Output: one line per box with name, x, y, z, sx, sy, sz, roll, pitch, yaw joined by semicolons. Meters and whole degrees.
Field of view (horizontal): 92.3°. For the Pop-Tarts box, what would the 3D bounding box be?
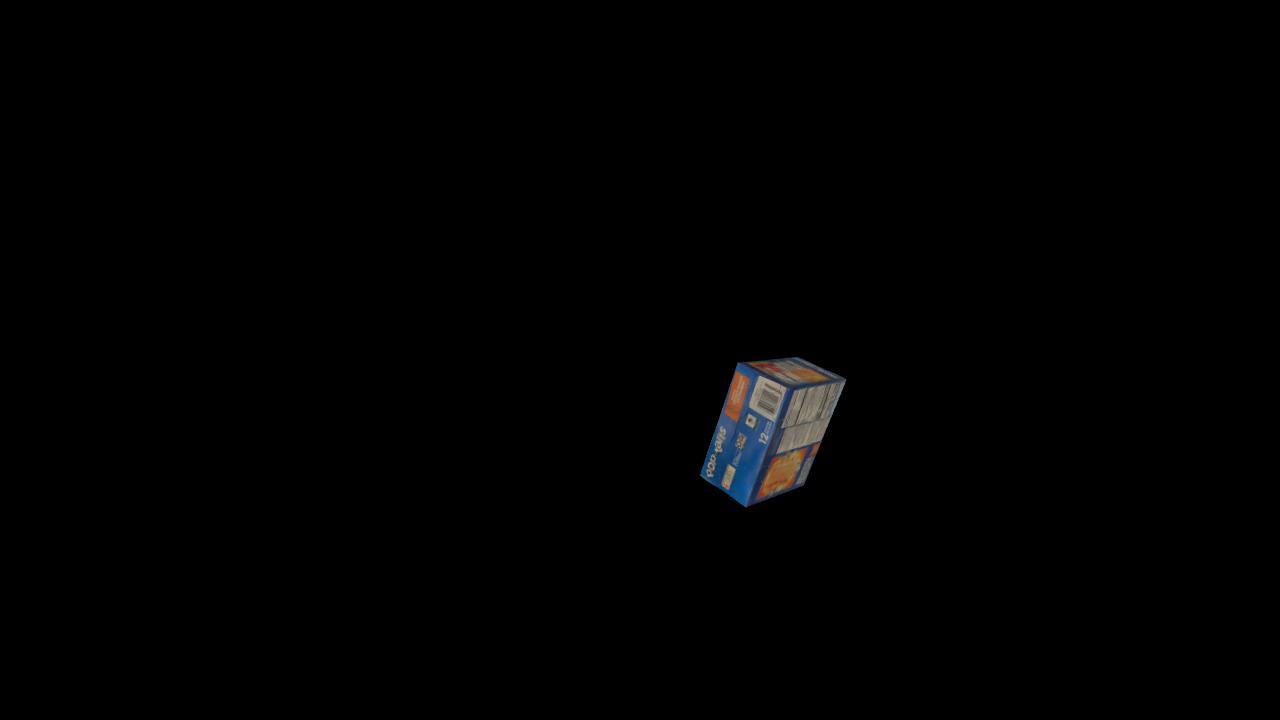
Pop-Tarts box;0.173;0.088;0.802;0.141;0.167;0.083;-5;28;-44
